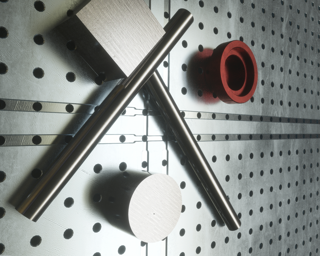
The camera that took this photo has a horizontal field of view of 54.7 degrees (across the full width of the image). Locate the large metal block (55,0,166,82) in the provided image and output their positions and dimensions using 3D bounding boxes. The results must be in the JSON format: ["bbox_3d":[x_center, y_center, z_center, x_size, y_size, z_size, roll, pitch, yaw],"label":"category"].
[{"bbox_3d":[-0.053,-0.111,0.350,0.080,0.050,0.080,50,60,-29],"label":"large metal block"}]

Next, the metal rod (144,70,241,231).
[{"bbox_3d":[0.053,0.044,0.455,0.025,0.025,0.299,-46,118,-30],"label":"metal rod"}]

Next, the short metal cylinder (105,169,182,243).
[{"bbox_3d":[-0.019,0.093,0.379,0.081,0.050,0.079,0,90,-40],"label":"short metal cylinder"}]

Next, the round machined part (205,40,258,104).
[{"bbox_3d":[0.110,-0.086,0.493,0.099,0.042,0.097,0,90,-40],"label":"round machined part"}]

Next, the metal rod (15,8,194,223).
[{"bbox_3d":[-0.049,-0.030,0.352,0.025,0.025,0.300,48,67,-30],"label":"metal rod"}]
